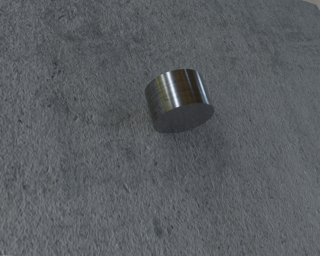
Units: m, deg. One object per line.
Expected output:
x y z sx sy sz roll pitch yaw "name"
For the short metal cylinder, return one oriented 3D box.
0.025 -0.033 0.405 0.081 0.080 0.050 -1 63 -29 "short metal cylinder"
